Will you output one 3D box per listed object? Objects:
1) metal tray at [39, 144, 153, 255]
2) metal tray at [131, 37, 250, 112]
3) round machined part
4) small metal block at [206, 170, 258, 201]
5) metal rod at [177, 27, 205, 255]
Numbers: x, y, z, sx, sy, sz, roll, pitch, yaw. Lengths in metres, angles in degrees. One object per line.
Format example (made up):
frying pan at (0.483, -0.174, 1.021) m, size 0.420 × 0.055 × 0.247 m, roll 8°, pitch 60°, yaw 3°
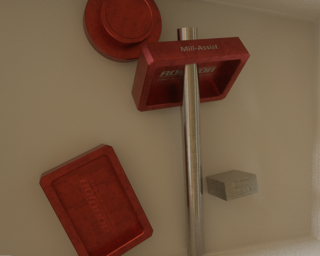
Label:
metal tray at (-0.076, 0.095, 0.380) m, size 0.091 × 0.030 × 0.129 m, roll -27°, pitch 99°, yaw -18°
metal tray at (0.036, -0.067, 0.389) m, size 0.131 × 0.089 × 0.030 m, roll -10°, pitch 59°, yaw -20°
round machined part at (-0.043, -0.134, 0.386) m, size 0.099 × 0.042 × 0.097 m, roll 0°, pitch 90°, yaw -20°
small metal block at (0.100, 0.079, 0.436) m, size 0.050 × 0.050 × 0.025 m, roll -10°, pitch 94°, yaw -20°
metal rod at (0.042, 0.025, 0.404) m, size 0.025 × 0.025 × 0.298 m, roll -7°, pitch 101°, yaw -20°
